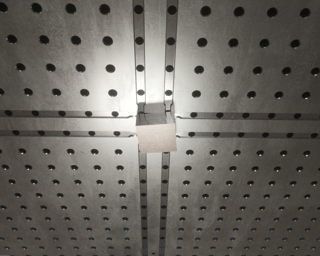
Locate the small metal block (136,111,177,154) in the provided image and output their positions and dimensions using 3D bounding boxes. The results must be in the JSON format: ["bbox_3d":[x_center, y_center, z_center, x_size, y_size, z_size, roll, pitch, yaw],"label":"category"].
[{"bbox_3d":[-0.004,0.007,0.417,0.050,0.025,0.050,-4,130,2],"label":"small metal block"}]
